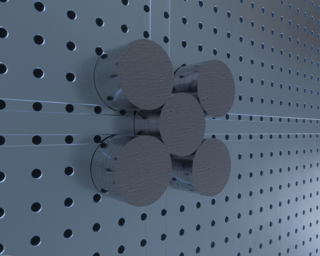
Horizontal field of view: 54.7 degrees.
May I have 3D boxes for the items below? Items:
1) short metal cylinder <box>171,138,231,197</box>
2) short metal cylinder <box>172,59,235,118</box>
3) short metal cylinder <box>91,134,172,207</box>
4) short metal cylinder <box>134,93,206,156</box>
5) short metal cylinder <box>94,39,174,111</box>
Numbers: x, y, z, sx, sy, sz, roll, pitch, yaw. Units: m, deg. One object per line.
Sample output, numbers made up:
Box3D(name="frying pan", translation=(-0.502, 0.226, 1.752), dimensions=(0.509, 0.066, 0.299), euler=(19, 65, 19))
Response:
Box3D(name="short metal cylinder", translation=(0.056, 0.053, 0.441), dimensions=(0.081, 0.050, 0.079), euler=(0, 90, -40))
Box3D(name="short metal cylinder", translation=(0.063, -0.054, 0.445), dimensions=(0.081, 0.050, 0.079), euler=(0, 90, -40))
Box3D(name="short metal cylinder", translation=(-0.033, 0.048, 0.366), dimensions=(0.081, 0.050, 0.079), euler=(0, 90, -40))
Box3D(name="short metal cylinder", translation=(0.014, -0.005, 0.406), dimensions=(0.081, 0.050, 0.079), euler=(0, 90, -40))
Box3D(name="short metal cylinder", translation=(-0.030, -0.060, 0.369), dimensions=(0.081, 0.050, 0.079), euler=(0, 90, -40))
